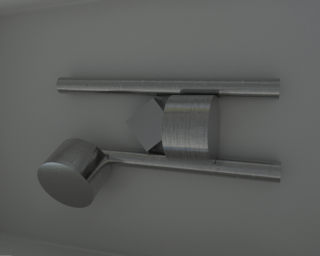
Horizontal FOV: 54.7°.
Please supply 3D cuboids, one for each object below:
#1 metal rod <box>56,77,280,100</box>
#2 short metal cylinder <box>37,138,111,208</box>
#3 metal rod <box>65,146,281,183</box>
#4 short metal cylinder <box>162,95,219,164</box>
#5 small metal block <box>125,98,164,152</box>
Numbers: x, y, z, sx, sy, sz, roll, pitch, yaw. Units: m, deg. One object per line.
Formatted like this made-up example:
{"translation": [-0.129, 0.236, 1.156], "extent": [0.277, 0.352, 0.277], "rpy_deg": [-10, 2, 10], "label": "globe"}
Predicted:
{"translation": [-0.003, -0.054, 0.409], "extent": [0.301, 0.025, 0.025], "rpy_deg": [4, 91, 19], "label": "metal rod"}
{"translation": [-0.114, 0.061, 0.416], "extent": [0.080, 0.050, 0.079], "rpy_deg": [10, 127, 14], "label": "short metal cylinder"}
{"translation": [-0.002, 0.043, 0.408], "extent": [0.301, 0.025, 0.025], "rpy_deg": [3, 91, 19], "label": "metal rod"}
{"translation": [0.039, 0.001, 0.365], "extent": [0.050, 0.080, 0.079], "rpy_deg": [2, 91, 20], "label": "short metal cylinder"}
{"translation": [-0.009, -0.004, 0.411], "extent": [0.050, 0.025, 0.050], "rpy_deg": [-39, 78, 15], "label": "small metal block"}
